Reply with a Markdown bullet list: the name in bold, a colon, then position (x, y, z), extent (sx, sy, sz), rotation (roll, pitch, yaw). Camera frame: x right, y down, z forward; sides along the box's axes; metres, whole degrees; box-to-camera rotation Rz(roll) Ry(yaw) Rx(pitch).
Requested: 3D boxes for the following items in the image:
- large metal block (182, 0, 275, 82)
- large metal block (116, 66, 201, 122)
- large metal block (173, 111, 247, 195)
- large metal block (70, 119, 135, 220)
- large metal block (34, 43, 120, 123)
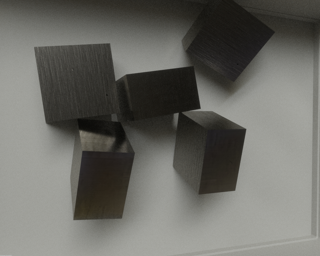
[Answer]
- **large metal block**: position (0.087, -0.122, 0.411), extent (0.080, 0.050, 0.080), rotation (28, 116, -19)
- **large metal block**: position (-0.008, -0.039, 0.379), extent (0.081, 0.080, 0.050), rotation (-11, 94, -20)
- **large metal block**: position (0.059, 0.027, 0.394), extent (0.050, 0.080, 0.079), rotation (-1, 108, -21)
- **large metal block**: position (-0.068, 0.043, 0.344), extent (0.050, 0.080, 0.079), rotation (5, 112, -20)
- **large metal block**: position (-0.097, -0.051, 0.362), extent (0.081, 0.050, 0.079), rotation (-9, 93, -20)
